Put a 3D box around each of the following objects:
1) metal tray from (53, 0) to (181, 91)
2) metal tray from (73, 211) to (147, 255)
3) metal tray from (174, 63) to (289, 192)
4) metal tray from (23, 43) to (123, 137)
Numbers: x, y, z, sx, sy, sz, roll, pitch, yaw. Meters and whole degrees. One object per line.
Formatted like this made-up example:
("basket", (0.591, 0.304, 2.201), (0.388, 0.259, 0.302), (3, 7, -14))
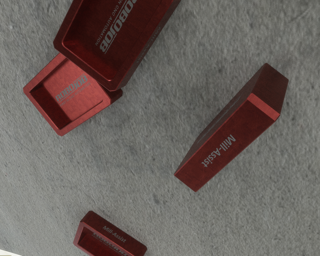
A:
("metal tray", (-0.048, -0.117, 0.335), (0.090, 0.030, 0.129), (38, 115, 1))
("metal tray", (-0.098, 0.225, 0.591), (0.130, 0.030, 0.089), (31, 128, 7))
("metal tray", (0.073, 0.001, 0.326), (0.030, 0.090, 0.129), (39, 129, 2))
("metal tray", (-0.125, -0.051, 0.435), (0.130, 0.030, 0.090), (-27, 104, 37))
